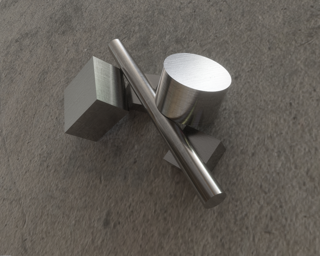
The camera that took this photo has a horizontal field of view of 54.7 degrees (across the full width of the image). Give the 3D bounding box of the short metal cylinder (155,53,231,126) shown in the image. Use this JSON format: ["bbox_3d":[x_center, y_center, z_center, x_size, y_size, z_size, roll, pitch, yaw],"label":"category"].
[{"bbox_3d":[0.038,-0.048,0.372,0.081,0.050,0.080,9,41,-8],"label":"short metal cylinder"}]

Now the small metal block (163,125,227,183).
[{"bbox_3d":[0.041,0.031,0.364,0.050,0.025,0.050,27,76,37],"label":"small metal block"}]

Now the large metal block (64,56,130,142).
[{"bbox_3d":[-0.093,-0.039,0.439,0.080,0.050,0.080,-39,48,32],"label":"large metal block"}]

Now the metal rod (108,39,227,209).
[{"bbox_3d":[-0.008,-0.029,0.394,0.025,0.025,0.300,-35,51,4],"label":"metal rod"}]

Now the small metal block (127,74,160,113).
[{"bbox_3d":[-0.022,-0.050,0.447,0.050,0.025,0.050,13,68,33],"label":"small metal block"}]
